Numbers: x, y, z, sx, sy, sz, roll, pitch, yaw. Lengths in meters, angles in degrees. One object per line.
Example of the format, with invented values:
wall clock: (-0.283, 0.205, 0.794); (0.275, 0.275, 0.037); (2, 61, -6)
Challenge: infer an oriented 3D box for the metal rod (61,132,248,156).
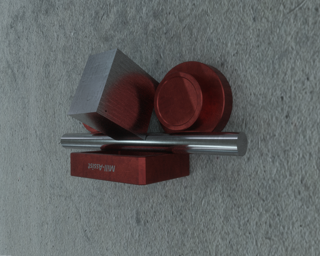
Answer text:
metal rod: (-0.033, 0.019, 0.405); (0.300, 0.025, 0.025); (-1, 89, 39)

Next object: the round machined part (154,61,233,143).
round machined part: (0.032, -0.031, 0.366); (0.098, 0.042, 0.097); (0, 90, 39)

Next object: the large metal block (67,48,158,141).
large metal block: (-0.052, -0.037, 0.377); (0.050, 0.080, 0.080); (-3, 65, 39)

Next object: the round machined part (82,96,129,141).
round machined part: (-0.081, -0.027, 0.458); (0.098, 0.042, 0.097); (0, 90, 39)

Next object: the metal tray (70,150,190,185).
metal tray: (-0.040, 0.046, 0.394); (0.130, 0.091, 0.030); (-1, 89, 39)
